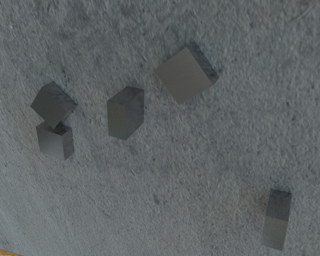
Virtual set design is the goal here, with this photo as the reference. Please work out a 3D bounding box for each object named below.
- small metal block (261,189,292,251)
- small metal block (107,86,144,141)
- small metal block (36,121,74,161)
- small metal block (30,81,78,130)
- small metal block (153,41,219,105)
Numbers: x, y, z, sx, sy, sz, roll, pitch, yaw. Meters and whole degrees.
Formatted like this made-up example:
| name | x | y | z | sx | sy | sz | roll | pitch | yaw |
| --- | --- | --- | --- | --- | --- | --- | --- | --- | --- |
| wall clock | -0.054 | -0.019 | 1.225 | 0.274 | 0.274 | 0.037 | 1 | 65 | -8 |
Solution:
| name | x | y | z | sx | sy | sz | roll | pitch | yaw |
| --- | --- | --- | --- | --- | --- | --- | --- | --- | --- |
| small metal block | 0.145 | 0.113 | 0.384 | 0.025 | 0.050 | 0.050 | 10 | 123 | 22 |
| small metal block | -0.043 | -0.020 | 0.400 | 0.025 | 0.050 | 0.050 | 16 | 125 | 19 |
| small metal block | -0.171 | 0.020 | 0.507 | 0.050 | 0.025 | 0.050 | 17 | 125 | 18 |
| small metal block | -0.161 | -0.034 | 0.468 | 0.050 | 0.025 | 0.050 | 46 | 129 | -4 |
| small metal block | 0.030 | -0.062 | 0.352 | 0.050 | 0.025 | 0.050 | -28 | 103 | 37 |
